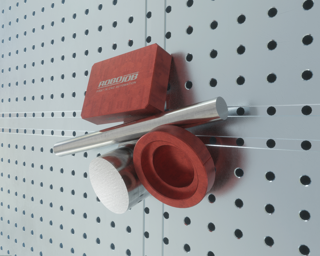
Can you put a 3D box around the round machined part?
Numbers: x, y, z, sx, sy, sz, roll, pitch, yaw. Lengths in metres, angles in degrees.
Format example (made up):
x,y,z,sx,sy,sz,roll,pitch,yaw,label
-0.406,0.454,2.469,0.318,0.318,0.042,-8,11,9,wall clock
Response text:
x,y,z,sx,sy,sz,roll,pitch,yaw,label
0.020,0.041,0.365,0.098,0.042,0.097,16,120,29,round machined part

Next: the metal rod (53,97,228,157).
x,y,z,sx,sy,sz,roll,pitch,yaw,label
-0.050,0.007,0.414,0.300,0.025,0.025,-14,82,38,metal rod

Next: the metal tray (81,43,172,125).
x,y,z,sx,sy,sz,roll,pitch,yaw,label
-0.049,-0.056,0.426,0.130,0.030,0.090,-6,67,39,metal tray

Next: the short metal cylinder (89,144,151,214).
x,y,z,sx,sy,sz,roll,pitch,yaw,label
-0.051,0.067,0.417,0.080,0.050,0.079,21,122,38,short metal cylinder

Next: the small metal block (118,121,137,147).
x,y,z,sx,sy,sz,roll,pitch,yaw,label
-0.030,0.015,0.443,0.050,0.025,0.050,23,104,37,small metal block
